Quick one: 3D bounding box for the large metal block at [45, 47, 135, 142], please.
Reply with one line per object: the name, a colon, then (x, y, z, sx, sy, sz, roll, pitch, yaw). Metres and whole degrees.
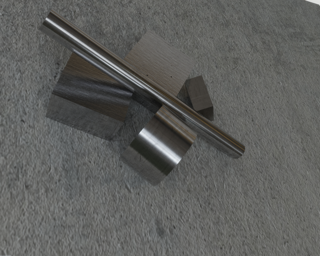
large metal block: (-0.079, -0.041, 0.371, 0.080, 0.050, 0.080, 23, 53, -15)

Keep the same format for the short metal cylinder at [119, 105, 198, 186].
short metal cylinder: (-0.002, 0.020, 0.356, 0.050, 0.080, 0.080, 40, 51, -2)

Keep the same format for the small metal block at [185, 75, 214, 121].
small metal block: (0.056, -0.038, 0.440, 0.025, 0.050, 0.050, -17, 67, 4)

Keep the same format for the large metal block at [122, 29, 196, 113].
large metal block: (-0.008, -0.076, 0.428, 0.080, 0.050, 0.080, 34, 51, -6)

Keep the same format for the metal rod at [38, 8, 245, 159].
metal rod: (0.000, -0.037, 0.375, 0.301, 0.025, 0.025, 32, 50, -28)
